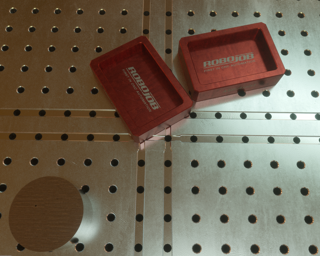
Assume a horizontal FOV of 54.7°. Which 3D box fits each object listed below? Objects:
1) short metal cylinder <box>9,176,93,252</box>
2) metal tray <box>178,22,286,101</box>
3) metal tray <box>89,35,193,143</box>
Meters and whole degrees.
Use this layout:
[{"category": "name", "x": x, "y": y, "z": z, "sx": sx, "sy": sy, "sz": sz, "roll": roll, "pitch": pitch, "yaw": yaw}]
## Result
[{"category": "short metal cylinder", "x": -0.124, "y": 0.100, "z": 0.360, "sx": 0.081, "sy": 0.050, "sz": 0.080, "roll": 0, "pitch": 70, "yaw": 0}, {"category": "metal tray", "x": 0.100, "y": -0.096, "z": 0.445, "sx": 0.131, "sy": 0.030, "sz": 0.090, "roll": -12, "pitch": 71, "yaw": -5}, {"category": "metal tray", "x": -0.027, "y": -0.056, "z": 0.429, "sx": 0.090, "sy": 0.030, "sz": 0.130, "roll": -30, "pitch": 73, "yaw": -11}]
